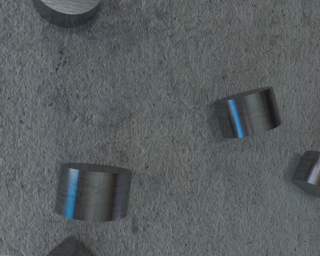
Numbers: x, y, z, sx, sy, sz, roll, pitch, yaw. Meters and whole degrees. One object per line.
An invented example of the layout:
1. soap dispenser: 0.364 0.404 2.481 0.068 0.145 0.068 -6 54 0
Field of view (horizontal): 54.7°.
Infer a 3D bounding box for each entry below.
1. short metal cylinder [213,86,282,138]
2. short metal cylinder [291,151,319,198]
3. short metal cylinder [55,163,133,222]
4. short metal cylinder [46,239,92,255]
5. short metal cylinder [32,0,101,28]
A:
1. short metal cylinder: 0.119 -0.022 0.423 0.081 0.080 0.050 -18 96 -19
2. short metal cylinder: 0.251 0.076 0.472 0.080 0.080 0.050 32 80 -17
3. short metal cylinder: -0.074 0.070 0.352 0.081 0.080 0.050 8 88 -20
4. short metal cylinder: -0.106 0.172 0.341 0.080 0.080 0.050 -43 104 -15
5. short metal cylinder: -0.107 -0.162 0.356 0.081 0.050 0.080 0 90 -20
